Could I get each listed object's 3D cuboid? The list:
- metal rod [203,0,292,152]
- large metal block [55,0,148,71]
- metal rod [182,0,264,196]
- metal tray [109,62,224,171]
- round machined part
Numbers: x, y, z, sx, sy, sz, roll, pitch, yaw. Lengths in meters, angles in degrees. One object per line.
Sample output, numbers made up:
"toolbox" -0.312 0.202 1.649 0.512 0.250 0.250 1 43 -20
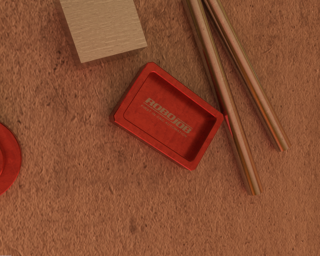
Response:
"metal rod" 0.119 -0.097 0.454 0.025 0.025 0.299 -34 101 -17
"large metal block" -0.071 -0.121 0.370 0.081 0.050 0.080 -20 97 -19
"metal rod" 0.092 -0.044 0.444 0.025 0.025 0.298 -23 98 -19
"metal tray" 0.011 -0.014 0.411 0.130 0.030 0.090 34 79 -17
"round machined part" -0.200 0.034 0.326 0.099 0.042 0.097 0 90 -21
